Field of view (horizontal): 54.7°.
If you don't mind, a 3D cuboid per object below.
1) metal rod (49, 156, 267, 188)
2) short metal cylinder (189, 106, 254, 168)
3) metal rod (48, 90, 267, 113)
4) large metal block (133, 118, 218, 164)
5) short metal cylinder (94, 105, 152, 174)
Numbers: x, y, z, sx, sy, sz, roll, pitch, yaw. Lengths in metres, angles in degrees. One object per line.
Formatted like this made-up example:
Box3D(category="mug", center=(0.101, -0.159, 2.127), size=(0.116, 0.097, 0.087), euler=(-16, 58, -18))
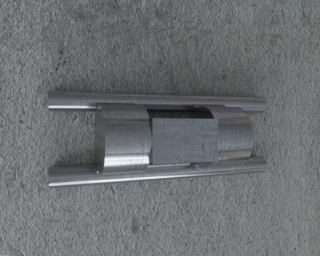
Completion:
Box3D(category="metal rod", center=(0.012, 0.056, 0.415), size=(0.303, 0.025, 0.025), euler=(-1, 91, -20))
Box3D(category="short metal cylinder", center=(0.078, 0.012, 0.409), size=(0.050, 0.080, 0.079), euler=(-1, 91, -20))
Box3D(category="metal rod", center=(0.011, -0.033, 0.414), size=(0.303, 0.025, 0.025), euler=(-1, 91, -20))
Box3D(category="large metal block", center=(0.016, 0.014, 0.384), size=(0.081, 0.080, 0.050), euler=(0, 90, -20))
Box3D(category="short metal cylinder", center=(-0.046, 0.013, 0.363), size=(0.050, 0.080, 0.079), euler=(-1, 91, -20))
